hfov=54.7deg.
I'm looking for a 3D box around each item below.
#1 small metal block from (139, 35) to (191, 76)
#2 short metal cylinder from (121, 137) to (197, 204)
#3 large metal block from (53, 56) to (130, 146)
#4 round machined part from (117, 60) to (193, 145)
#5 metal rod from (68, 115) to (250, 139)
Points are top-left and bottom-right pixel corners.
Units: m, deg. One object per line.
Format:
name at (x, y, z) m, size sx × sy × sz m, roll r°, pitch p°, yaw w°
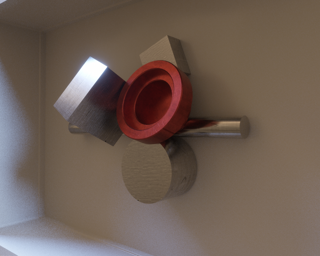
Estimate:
small metal block at (0.006, -0.082, 0.399) m, size 0.050 × 0.025 × 0.050 m, roll -26°, pitch 74°, yaw 36°
short metal cylinder at (-0.002, 0.050, 0.387) m, size 0.080 × 0.050 × 0.079 m, roll 0°, pitch 90°, yaw 39°
large metal block at (-0.077, -0.034, 0.411) m, size 0.080 × 0.080 × 0.050 m, roll -54°, pitch 44°, yaw 0°
round machined part at (-0.002, -0.027, 0.369) m, size 0.098 × 0.042 × 0.098 m, roll -16°, pitch 63°, yaw 34°
metal rod at (-0.026, -0.001, 0.422) m, size 0.300 × 0.025 × 0.025 m, roll 0°, pitch 90°, yaw 39°
